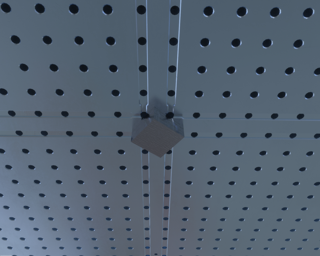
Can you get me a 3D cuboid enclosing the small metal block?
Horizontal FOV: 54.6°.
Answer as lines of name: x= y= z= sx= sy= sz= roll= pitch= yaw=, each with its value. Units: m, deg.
small metal block: x=-0.003 y=0.007 z=0.417 sx=0.050 sy=0.025 sz=0.050 roll=31 pitch=124 yaw=-24
